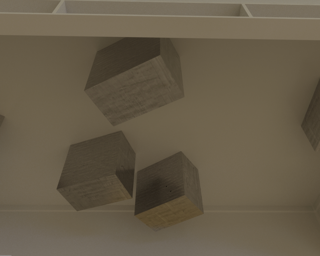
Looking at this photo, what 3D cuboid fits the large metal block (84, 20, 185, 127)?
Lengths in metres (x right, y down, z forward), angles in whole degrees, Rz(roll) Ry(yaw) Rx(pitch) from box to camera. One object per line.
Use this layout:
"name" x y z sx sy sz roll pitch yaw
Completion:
"large metal block" -0.024 -0.058 0.323 0.080 0.080 0.050 -22 127 17

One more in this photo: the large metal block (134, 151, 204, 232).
"large metal block" 0.012 0.092 0.452 0.080 0.080 0.050 -27 125 21

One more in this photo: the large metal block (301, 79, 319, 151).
"large metal block" 0.235 -0.017 0.382 0.081 0.050 0.079 0 130 -1

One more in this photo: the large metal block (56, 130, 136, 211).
"large metal block" -0.082 0.057 0.421 0.080 0.080 0.050 -16 129 12

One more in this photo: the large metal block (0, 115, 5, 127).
"large metal block" -0.248 0.026 0.391 0.050 0.080 0.080 27 125 -21
